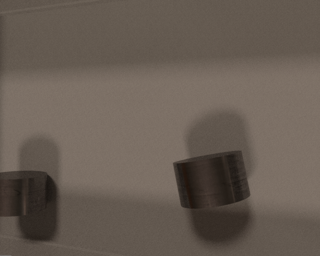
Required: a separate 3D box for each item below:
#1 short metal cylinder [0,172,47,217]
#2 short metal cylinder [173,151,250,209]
[{"bbox_3d":[-0.208,0.093,0.453,0.080,0.080,0.050,1,90,19],"label":"short metal cylinder"},{"bbox_3d":[0.059,0.058,0.360,0.080,0.080,0.050,-12,86,19],"label":"short metal cylinder"}]
